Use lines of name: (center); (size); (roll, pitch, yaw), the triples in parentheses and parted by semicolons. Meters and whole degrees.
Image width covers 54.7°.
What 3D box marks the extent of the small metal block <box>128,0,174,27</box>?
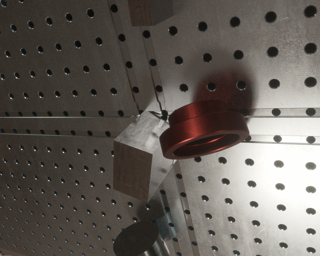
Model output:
small metal block: (-0.010, -0.135, 0.316); (0.025, 0.050, 0.050); (6, 121, 25)

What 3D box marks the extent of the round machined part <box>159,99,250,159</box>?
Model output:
round machined part: (0.047, 0.001, 0.352); (0.098, 0.099, 0.042); (-28, 67, 37)

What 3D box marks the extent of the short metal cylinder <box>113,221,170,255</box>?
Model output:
short metal cylinder: (-0.031, 0.202, 0.515); (0.080, 0.080, 0.050); (-8, 114, 31)

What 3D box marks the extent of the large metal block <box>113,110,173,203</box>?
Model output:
large metal block: (-0.018, 0.035, 0.406); (0.050, 0.080, 0.079); (18, 126, 17)
